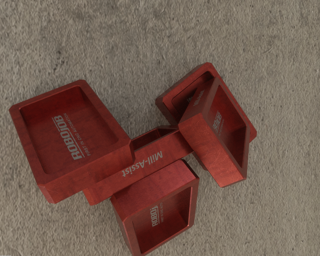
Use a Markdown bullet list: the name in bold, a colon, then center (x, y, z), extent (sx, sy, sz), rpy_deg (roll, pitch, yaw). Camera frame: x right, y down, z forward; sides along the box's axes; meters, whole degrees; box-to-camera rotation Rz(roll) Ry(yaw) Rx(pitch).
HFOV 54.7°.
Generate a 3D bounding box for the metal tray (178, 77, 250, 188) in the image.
- **metal tray**: center (0.073, -0.001, 0.379), extent (0.090, 0.030, 0.130), rpy_deg (54, 29, -13)

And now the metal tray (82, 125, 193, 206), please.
- **metal tray**: center (-0.033, 0.037, 0.364), extent (0.131, 0.090, 0.030), rpy_deg (-26, 99, -18)

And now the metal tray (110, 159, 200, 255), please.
- **metal tray**: center (-0.002, 0.100, 0.364), extent (0.091, 0.030, 0.129), rpy_deg (-26, 144, -18)

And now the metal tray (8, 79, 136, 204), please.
- **metal tray**: center (-0.095, 0.005, 0.325), extent (0.091, 0.130, 0.030), rpy_deg (-26, 138, -19)

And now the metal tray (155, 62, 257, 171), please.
- **metal tray**: center (0.067, -0.014, 0.433), extent (0.090, 0.030, 0.130), rpy_deg (-40, 103, -16)
